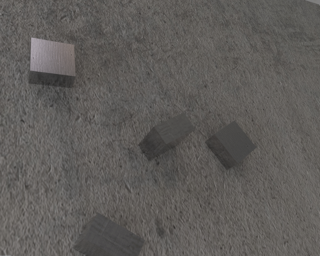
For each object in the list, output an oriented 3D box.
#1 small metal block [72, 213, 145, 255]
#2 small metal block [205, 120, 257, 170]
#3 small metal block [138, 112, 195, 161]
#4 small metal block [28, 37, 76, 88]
[{"bbox_3d":[-0.050,0.110,0.294,0.050,0.050,0.025,33,52,-7],"label":"small metal block"},{"bbox_3d":[0.101,0.024,0.443,0.050,0.025,0.050,-30,78,-38],"label":"small metal block"},{"bbox_3d":[0.008,0.011,0.385,0.050,0.050,0.025,-26,76,-37],"label":"small metal block"},{"bbox_3d":[-0.133,-0.079,0.380,0.050,0.025,0.050,4,60,-26],"label":"small metal block"}]
